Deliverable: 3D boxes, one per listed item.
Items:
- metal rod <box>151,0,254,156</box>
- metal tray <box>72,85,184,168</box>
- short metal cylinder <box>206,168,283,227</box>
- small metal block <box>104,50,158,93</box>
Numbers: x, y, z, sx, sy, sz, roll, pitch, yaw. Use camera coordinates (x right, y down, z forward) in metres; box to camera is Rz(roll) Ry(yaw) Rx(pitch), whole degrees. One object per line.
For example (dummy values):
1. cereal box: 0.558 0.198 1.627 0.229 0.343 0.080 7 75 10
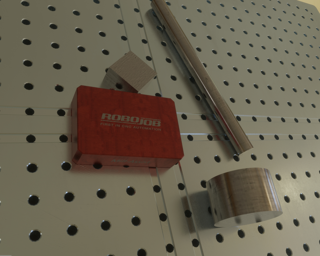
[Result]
1. metal rod: 0.061 -0.092 0.499 0.025 0.025 0.299 -16 70 -35
2. metal tray: -0.040 0.000 0.385 0.131 0.030 0.090 6 59 -26
3. short metal cylinder: 0.101 0.086 0.376 0.081 0.080 0.050 6 59 -26
4. small metal block: -0.040 -0.073 0.432 0.050 0.025 0.050 40 51 -1
